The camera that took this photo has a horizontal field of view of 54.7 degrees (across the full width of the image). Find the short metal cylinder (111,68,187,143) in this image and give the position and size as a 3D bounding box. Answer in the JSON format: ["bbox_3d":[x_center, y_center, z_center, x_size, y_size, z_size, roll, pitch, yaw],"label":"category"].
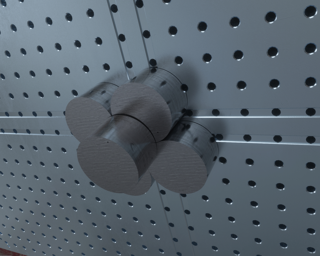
[{"bbox_3d":[-0.013,-0.028,0.382,0.080,0.050,0.079,13,124,20],"label":"short metal cylinder"}]

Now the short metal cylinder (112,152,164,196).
[{"bbox_3d":[-0.038,0.049,0.443,0.080,0.050,0.079,13,124,20],"label":"short metal cylinder"}]

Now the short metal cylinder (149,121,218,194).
[{"bbox_3d":[0.030,0.038,0.401,0.080,0.050,0.079,13,124,20],"label":"short metal cylinder"}]

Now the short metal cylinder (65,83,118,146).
[{"bbox_3d":[-0.081,-0.016,0.425,0.080,0.050,0.079,13,124,20],"label":"short metal cylinder"}]

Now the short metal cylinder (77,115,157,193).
[{"bbox_3d":[-0.051,0.031,0.372,0.080,0.050,0.079,13,125,19],"label":"short metal cylinder"}]
